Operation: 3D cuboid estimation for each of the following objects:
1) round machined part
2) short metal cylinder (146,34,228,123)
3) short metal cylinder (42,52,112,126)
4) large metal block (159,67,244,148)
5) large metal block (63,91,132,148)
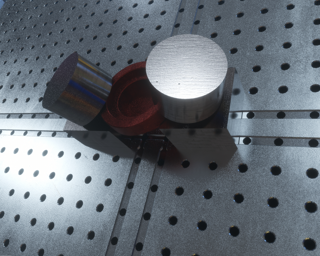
[{"bbox_3d":[-0.024,-0.033,0.393,0.098,0.042,0.098,-13,56,21],"label":"round machined part"},{"bbox_3d":[0.028,-0.052,0.328,0.080,0.050,0.080,-2,63,4],"label":"short metal cylinder"},{"bbox_3d":[-0.106,-0.049,0.397,0.080,0.050,0.080,-31,43,34],"label":"short metal cylinder"},{"bbox_3d":[0.053,-0.023,0.378,0.080,0.050,0.080,-1,61,28],"label":"large metal block"},{"bbox_3d":[-0.079,-0.020,0.446,0.080,0.050,0.080,1,62,28],"label":"large metal block"}]
